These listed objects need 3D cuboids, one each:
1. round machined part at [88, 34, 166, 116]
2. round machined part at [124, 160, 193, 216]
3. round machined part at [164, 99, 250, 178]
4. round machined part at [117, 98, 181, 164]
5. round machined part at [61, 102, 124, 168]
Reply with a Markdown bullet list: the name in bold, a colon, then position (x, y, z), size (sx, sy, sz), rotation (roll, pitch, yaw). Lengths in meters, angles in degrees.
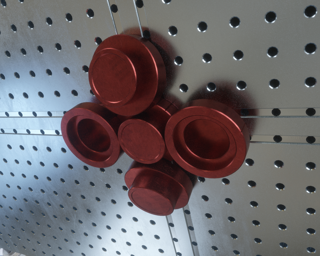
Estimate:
- **round machined part**: position (-0.046, -0.062, 0.370), size (0.098, 0.042, 0.097), rotation (8, 108, 27)
- **round machined part**: position (-0.006, 0.089, 0.442), size (0.098, 0.042, 0.097), rotation (15, 139, 14)
- **round machined part**: position (0.059, 0.009, 0.374), size (0.098, 0.042, 0.097), rotation (13, 124, 20)
- **round machined part**: position (-0.016, 0.009, 0.411), size (0.098, 0.042, 0.097), rotation (13, 124, 20)
- **round machined part**: position (-0.090, 0.006, 0.449), size (0.098, 0.042, 0.097), rotation (13, 124, 20)
